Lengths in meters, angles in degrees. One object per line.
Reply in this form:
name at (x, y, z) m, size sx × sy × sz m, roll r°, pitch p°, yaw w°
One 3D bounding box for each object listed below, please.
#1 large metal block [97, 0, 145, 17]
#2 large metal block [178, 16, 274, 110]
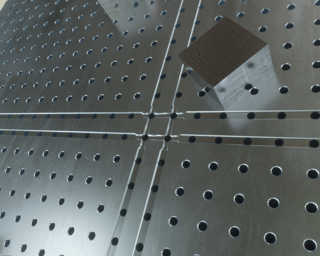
large metal block at (-0.077, -0.277, 0.604) m, size 0.080 × 0.050 × 0.080 m, roll -16°, pitch 55°, yaw 19°
large metal block at (0.084, -0.085, 0.401) m, size 0.080 × 0.050 × 0.080 m, roll -39°, pitch 51°, yaw 2°
